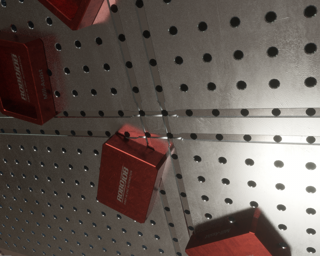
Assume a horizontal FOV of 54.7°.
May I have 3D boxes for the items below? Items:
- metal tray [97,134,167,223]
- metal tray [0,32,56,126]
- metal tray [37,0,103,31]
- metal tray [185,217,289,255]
[{"bbox_3d":[-0.048,0.081,0.482,0.090,0.030,0.129,23,127,13],"label":"metal tray"},{"bbox_3d":[-0.214,-0.074,0.471,0.090,0.030,0.129,14,124,19],"label":"metal tray"},{"bbox_3d":[-0.121,-0.188,0.353,0.130,0.030,0.090,41,129,-1],"label":"metal tray"},{"bbox_3d":[0.114,0.191,0.466,0.130,0.030,0.090,-33,100,38],"label":"metal tray"}]
